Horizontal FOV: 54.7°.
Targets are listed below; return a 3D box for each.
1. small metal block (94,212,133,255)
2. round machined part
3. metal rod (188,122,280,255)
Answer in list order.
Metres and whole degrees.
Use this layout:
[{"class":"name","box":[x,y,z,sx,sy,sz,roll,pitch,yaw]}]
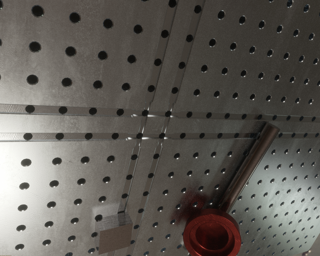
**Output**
[{"class":"small metal block","box":[-0.071,0.160,0.473,0.050,0.025,0.050,-6,121,-26]},{"class":"round machined part","box":[0.092,0.186,0.547,0.098,0.042,0.097,3,105,11]},{"class":"metal rod","box":[0.127,0.125,0.560,0.025,0.025,0.298,13,112,-34]}]
